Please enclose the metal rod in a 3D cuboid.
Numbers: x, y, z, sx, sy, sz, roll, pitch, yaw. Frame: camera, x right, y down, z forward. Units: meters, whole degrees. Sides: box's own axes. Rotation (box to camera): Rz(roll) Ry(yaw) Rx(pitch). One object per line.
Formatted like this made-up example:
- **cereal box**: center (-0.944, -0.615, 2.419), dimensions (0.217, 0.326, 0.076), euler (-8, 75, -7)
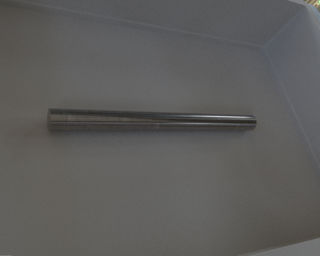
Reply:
- **metal rod**: center (0.010, -0.009, 0.415), dimensions (0.303, 0.025, 0.025), euler (0, 62, -28)
